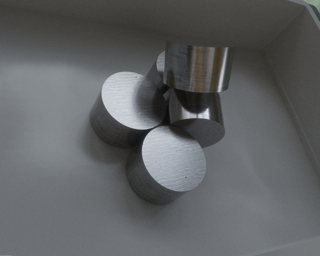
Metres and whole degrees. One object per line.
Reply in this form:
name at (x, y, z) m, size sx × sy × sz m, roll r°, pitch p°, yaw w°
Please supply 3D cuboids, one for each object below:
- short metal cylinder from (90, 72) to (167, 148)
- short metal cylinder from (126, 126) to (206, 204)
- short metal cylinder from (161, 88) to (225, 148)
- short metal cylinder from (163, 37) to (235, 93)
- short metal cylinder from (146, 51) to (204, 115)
short metal cylinder at (-0.039, -0.022, 0.380) m, size 0.081 × 0.050 × 0.080 m, roll 14°, pitch 56°, yaw -21°
short metal cylinder at (0.007, 0.044, 0.365) m, size 0.081 × 0.050 × 0.080 m, roll 14°, pitch 56°, yaw -21°
short metal cylinder at (0.040, -0.012, 0.400) m, size 0.081 × 0.080 × 0.050 m, roll 13°, pitch 57°, yaw -22°
short metal cylinder at (0.045, -0.078, 0.371) m, size 0.081 × 0.050 × 0.080 m, roll 4°, pitch 23°, yaw -1°
short metal cylinder at (0.022, -0.064, 0.440) m, size 0.081 × 0.050 × 0.080 m, roll 14°, pitch 56°, yaw -21°
